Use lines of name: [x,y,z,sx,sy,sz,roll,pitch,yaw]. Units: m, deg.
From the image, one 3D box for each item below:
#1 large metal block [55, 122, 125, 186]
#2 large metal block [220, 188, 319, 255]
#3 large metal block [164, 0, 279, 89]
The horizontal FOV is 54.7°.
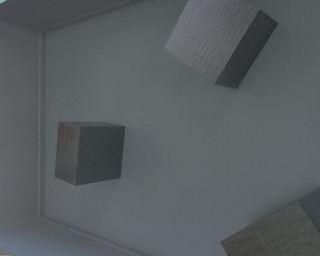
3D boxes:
large metal block: [-0.101,0.033,0.452,0.050,0.081,0.079,10,96,39]
large metal block: [0.115,0.098,0.275,0.080,0.081,0.050,-42,65,32]
large metal block: [0.064,-0.100,0.337,0.080,0.050,0.080,43,116,31]
